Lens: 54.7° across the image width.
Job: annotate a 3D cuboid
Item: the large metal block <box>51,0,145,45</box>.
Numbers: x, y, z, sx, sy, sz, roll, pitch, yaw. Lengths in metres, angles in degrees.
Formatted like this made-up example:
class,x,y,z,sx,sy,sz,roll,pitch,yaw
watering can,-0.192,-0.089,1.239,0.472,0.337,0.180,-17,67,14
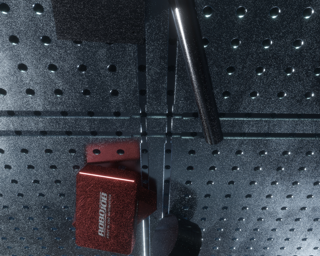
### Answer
class,x,y,z,sx,sy,sz,roll,pitch,yaw
large metal block,-0.054,-0.127,0.286,0.081,0.050,0.079,2,130,-3

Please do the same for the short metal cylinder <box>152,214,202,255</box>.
class,x,y,z,sx,sy,sz,roll,pitch,yaw
short metal cylinder,0.029,0.198,0.544,0.050,0.080,0.080,28,125,-22

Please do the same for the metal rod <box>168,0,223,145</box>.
class,x,y,z,sx,sy,sz,roll,pitch,yaw
metal rod,0.033,-0.095,0.330,0.025,0.025,0.299,-13,129,10

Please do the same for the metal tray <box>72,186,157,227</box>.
class,x,y,z,sx,sy,sz,roll,pitch,yaw
metal tray,-0.077,0.139,0.526,0.090,0.030,0.129,30,124,-23

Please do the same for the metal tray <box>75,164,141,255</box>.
class,x,y,z,sx,sy,sz,roll,pitch,yaw
metal tray,-0.080,0.126,0.475,0.090,0.030,0.129,8,109,6
